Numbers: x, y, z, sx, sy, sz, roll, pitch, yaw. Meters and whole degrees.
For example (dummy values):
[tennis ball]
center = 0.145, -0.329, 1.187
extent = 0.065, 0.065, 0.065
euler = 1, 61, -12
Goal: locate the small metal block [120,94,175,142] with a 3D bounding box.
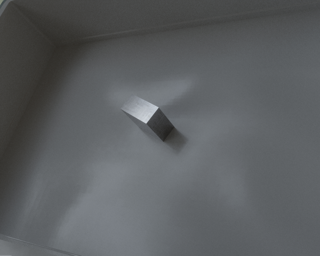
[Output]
[small metal block]
center = -0.016, -0.013, 0.405
extent = 0.050, 0.050, 0.025
euler = 30, 78, 37
